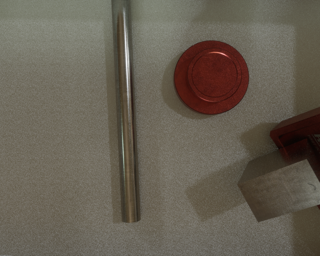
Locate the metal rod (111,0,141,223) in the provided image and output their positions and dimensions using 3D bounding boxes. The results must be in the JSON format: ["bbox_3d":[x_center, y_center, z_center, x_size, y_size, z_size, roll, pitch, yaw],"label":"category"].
[{"bbox_3d":[-0.045,-0.027,0.410,0.025,0.025,0.298,-3,90,-1],"label":"metal rod"}]

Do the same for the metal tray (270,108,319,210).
[{"bbox_3d":[0.208,0.041,0.380,0.030,0.090,0.130,-34,91,-30],"label":"metal tray"}]

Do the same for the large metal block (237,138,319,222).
[{"bbox_3d":[0.149,0.061,0.372,0.080,0.080,0.050,-28,91,29],"label":"large metal block"}]

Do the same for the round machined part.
[{"bbox_3d":[0.068,-0.066,0.404,0.099,0.042,0.097,0,90,-1],"label":"round machined part"}]
